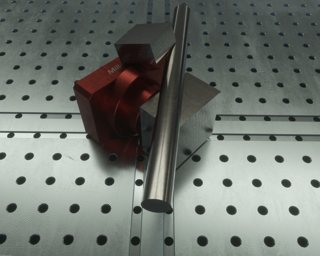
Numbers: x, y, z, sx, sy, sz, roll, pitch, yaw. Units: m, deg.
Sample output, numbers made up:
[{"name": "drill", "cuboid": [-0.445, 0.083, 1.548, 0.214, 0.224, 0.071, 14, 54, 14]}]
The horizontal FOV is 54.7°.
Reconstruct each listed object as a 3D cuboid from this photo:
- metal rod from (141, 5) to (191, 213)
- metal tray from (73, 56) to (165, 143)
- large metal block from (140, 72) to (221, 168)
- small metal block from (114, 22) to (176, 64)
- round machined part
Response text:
[{"name": "metal rod", "cuboid": [0.014, -0.051, 0.346, 0.025, 0.025, 0.300, 5, 50, 4]}, {"name": "metal tray", "cuboid": [-0.044, -0.049, 0.406, 0.030, 0.089, 0.131, 36, 58, 26]}, {"name": "large metal block", "cuboid": [0.024, -0.007, 0.374, 0.050, 0.080, 0.080, 35, 58, 25]}, {"name": "small metal block", "cuboid": [-0.017, -0.100, 0.365, 0.050, 0.025, 0.050, 9, 46, 31]}, {"name": "round machined part", "cuboid": [-0.021, -0.029, 0.390, 0.042, 0.097, 0.099, 35, 58, 25]}]
